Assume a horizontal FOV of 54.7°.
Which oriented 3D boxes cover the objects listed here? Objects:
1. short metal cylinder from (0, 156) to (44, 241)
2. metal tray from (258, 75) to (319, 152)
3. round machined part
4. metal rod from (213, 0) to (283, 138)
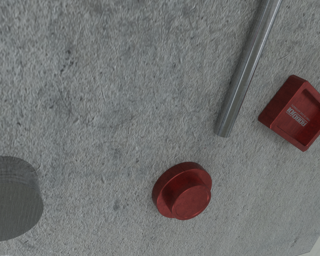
[{"bbox_3d":[-0.175,0.078,0.344,0.081,0.050,0.079,-14,125,-21],"label":"short metal cylinder"},{"bbox_3d":[0.234,-0.020,0.521,0.131,0.030,0.090,27,104,-38],"label":"metal tray"},{"bbox_3d":[0.040,0.105,0.485,0.099,0.042,0.097,-14,125,-21],"label":"round machined part"},{"bbox_3d":[0.129,-0.122,0.403,0.025,0.025,0.298,1,118,-30],"label":"metal rod"}]
